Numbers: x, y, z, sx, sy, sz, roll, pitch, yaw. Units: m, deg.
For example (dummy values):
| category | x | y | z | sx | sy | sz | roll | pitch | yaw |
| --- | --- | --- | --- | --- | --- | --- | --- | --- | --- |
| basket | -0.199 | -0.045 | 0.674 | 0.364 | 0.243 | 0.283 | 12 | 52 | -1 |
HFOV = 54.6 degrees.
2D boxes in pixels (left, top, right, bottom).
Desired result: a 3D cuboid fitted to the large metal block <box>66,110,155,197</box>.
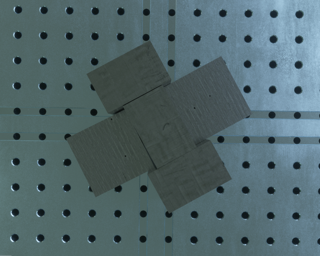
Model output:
| category | x | y | z | sx | sy | sz | roll | pitch | yaw |
| --- | --- | --- | --- | --- | --- | --- | --- | --- | --- |
| large metal block | -0.060 | 0.031 | 0.401 | 0.080 | 0.050 | 0.080 | -27 | 90 | 0 |

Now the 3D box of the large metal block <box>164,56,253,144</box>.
| category | x | y | z | sx | sy | sz | roll | pitch | yaw |
| --- | --- | --- | --- | --- | --- | --- | --- | --- | --- |
| large metal block | 0.058 | -0.034 | 0.400 | 0.080 | 0.050 | 0.080 | -29 | 92 | 0 |

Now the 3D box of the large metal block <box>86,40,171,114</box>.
| category | x | y | z | sx | sy | sz | roll | pitch | yaw |
| --- | --- | --- | --- | --- | --- | --- | --- | --- | --- |
| large metal block | -0.034 | -0.057 | 0.385 | 0.080 | 0.080 | 0.050 | -28 | 90 | 0 |

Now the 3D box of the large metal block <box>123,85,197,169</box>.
| category | x | y | z | sx | sy | sz | roll | pitch | yaw |
| --- | --- | --- | --- | --- | --- | --- | --- | --- | --- |
| large metal block | 0.000 | -0.002 | 0.386 | 0.050 | 0.080 | 0.080 | -29 | 90 | 0 |

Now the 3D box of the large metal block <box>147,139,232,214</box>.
| category | x | y | z | sx | sy | sz | roll | pitch | yaw |
| --- | --- | --- | --- | --- | --- | --- | --- | --- | --- |
| large metal block | 0.033 | 0.055 | 0.386 | 0.080 | 0.080 | 0.050 | -29 | 90 | -1 |
